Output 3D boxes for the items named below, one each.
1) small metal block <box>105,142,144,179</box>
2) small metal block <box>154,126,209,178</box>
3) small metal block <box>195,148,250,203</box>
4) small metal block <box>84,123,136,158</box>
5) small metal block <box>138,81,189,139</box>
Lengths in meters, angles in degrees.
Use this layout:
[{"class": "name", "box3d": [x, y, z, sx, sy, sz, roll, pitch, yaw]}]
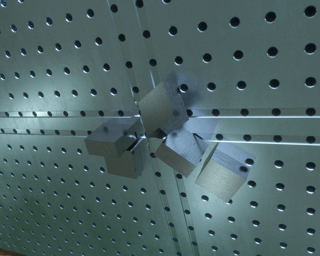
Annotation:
[{"class": "small metal block", "box3d": [-0.055, 0.046, 0.467, 0.050, 0.025, 0.050, 7, 122, 24]}, {"class": "small metal block", "box3d": [0.028, 0.028, 0.396, 0.050, 0.050, 0.025, 35, 129, 4]}, {"class": "small metal block", "box3d": [0.081, 0.063, 0.406, 0.050, 0.025, 0.050, 31, 128, 7]}, {"class": "small metal block", "box3d": [-0.070, 0.016, 0.440, 0.050, 0.050, 0.025, 4, 120, 26]}, {"class": "small metal block", "box3d": [0.003, -0.021, 0.378, 0.050, 0.025, 0.050, -37, 57, 38]}]
